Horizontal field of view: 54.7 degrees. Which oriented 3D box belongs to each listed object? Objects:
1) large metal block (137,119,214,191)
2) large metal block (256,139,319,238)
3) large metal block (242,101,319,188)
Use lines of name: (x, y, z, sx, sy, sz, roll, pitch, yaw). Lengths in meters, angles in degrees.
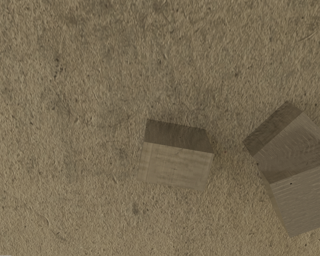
large metal block: (0.017, 0.031, 0.392, 0.081, 0.080, 0.050, 10, 110, -4)
large metal block: (0.174, 0.072, 0.371, 0.080, 0.050, 0.080, -23, 109, 8)
large metal block: (0.171, 0.025, 0.407, 0.080, 0.050, 0.080, 40, 105, -14)
